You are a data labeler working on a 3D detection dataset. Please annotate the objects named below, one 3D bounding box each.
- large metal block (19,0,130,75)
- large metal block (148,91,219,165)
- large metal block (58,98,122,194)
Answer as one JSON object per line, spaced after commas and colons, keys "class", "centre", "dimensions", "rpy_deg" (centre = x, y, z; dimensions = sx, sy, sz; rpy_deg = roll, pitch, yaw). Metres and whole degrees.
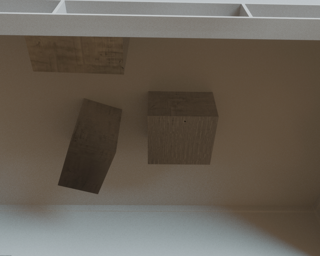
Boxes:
{"class": "large metal block", "centre": [-0.072, -0.094, 0.292], "dimensions": [0.081, 0.080, 0.050], "rpy_deg": [2, 130, -2]}
{"class": "large metal block", "centre": [0.025, 0.001, 0.394], "dimensions": [0.081, 0.050, 0.079], "rpy_deg": [1, 130, -1]}
{"class": "large metal block", "centre": [-0.087, 0.023, 0.391], "dimensions": [0.050, 0.080, 0.079], "rpy_deg": [17, 128, -14]}
